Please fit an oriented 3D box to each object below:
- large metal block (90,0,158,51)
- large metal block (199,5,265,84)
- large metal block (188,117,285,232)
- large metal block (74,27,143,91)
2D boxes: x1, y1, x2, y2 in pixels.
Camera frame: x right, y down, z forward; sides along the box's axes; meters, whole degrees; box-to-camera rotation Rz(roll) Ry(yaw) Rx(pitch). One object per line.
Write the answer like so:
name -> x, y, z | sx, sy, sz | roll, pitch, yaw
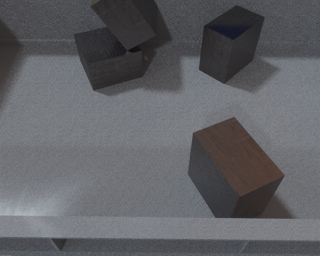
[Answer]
large metal block -> -0.047, -0.173, 0.440 | 0.050, 0.080, 0.080 | -21, 45, 24
large metal block -> 0.109, -0.129, 0.478 | 0.050, 0.080, 0.080 | 36, 59, 26
large metal block -> 0.074, 0.049, 0.328 | 0.050, 0.080, 0.080 | -20, 53, -16
large metal block -> -0.080, -0.113, 0.483 | 0.081, 0.050, 0.080 | -18, 53, -15
